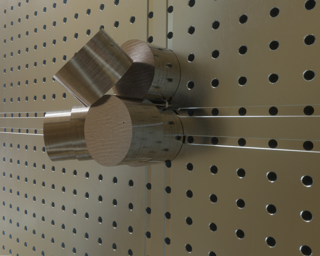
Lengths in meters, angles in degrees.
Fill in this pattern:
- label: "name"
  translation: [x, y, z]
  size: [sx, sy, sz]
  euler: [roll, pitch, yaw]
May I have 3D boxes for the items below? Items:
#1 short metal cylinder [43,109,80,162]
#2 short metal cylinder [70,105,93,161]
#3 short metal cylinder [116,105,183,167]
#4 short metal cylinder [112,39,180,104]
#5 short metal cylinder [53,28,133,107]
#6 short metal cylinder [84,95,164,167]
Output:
- label: "short metal cylinder"
  translation: [-0.143, 0.010, 0.483]
  size: [0.050, 0.080, 0.080]
  euler: [-6, 85, -2]
- label: "short metal cylinder"
  translation: [-0.091, 0.005, 0.439]
  size: [0.050, 0.080, 0.080]
  euler: [-5, 86, -2]
- label: "short metal cylinder"
  translation: [-0.017, 0.009, 0.406]
  size: [0.080, 0.050, 0.080]
  euler: [0, 90, 40]
- label: "short metal cylinder"
  translation: [-0.020, -0.072, 0.409]
  size: [0.080, 0.050, 0.079]
  euler: [0, 90, 40]
- label: "short metal cylinder"
  translation: [-0.078, -0.070, 0.364]
  size: [0.080, 0.080, 0.050]
  euler: [-30, 115, 36]
- label: "short metal cylinder"
  translation: [-0.043, 0.003, 0.361]
  size: [0.080, 0.050, 0.080]
  euler: [0, 90, 40]
